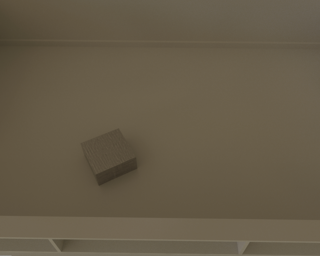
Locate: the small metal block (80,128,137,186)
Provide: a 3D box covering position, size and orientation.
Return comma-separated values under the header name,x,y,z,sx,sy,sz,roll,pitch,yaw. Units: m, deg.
name,x,y,z,sx,sy,sz,roll,pitch,yaw
small metal block,-0.062,0.034,0.376,0.050,0.025,0.050,-23,54,-18
